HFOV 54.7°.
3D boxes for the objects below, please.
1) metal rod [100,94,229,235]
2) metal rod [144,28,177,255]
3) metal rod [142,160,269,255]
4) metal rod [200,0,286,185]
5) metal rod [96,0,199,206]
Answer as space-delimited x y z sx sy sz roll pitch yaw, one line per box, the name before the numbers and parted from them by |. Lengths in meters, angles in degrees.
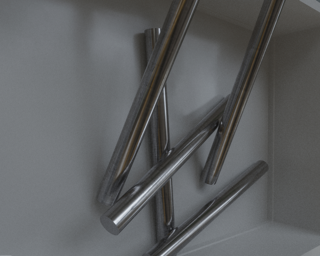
metal rod | 0.035 0.026 0.409 0.302 0.025 0.025 -40 115 -43
metal rod | 0.001 0.022 0.409 0.025 0.025 0.298 -6 94 -40
metal rod | 0.088 0.113 0.462 0.302 0.025 0.025 -23 105 -44
metal rod | 0.113 -0.055 0.424 0.025 0.025 0.298 -1 116 -40
metal rod | -0.006 -0.051 0.326 0.025 0.025 0.298 12 107 -40
